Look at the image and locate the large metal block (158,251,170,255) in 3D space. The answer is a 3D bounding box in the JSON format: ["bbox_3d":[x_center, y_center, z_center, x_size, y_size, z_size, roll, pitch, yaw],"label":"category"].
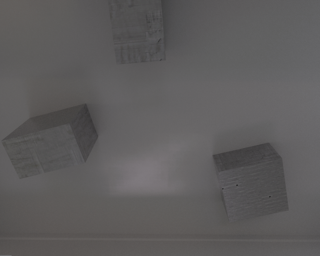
[{"bbox_3d":[0.004,0.259,0.496,0.080,0.050,0.080,-39,106,13],"label":"large metal block"}]

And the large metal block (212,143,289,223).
[{"bbox_3d":[0.123,0.074,0.426,0.080,0.050,0.080,-13,110,5],"label":"large metal block"}]

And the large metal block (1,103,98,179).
[{"bbox_3d":[-0.131,0.013,0.386,0.080,0.080,0.050,-14,110,5],"label":"large metal block"}]

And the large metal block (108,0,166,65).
[{"bbox_3d":[-0.023,-0.118,0.338,0.050,0.080,0.079,-5,110,2],"label":"large metal block"}]
